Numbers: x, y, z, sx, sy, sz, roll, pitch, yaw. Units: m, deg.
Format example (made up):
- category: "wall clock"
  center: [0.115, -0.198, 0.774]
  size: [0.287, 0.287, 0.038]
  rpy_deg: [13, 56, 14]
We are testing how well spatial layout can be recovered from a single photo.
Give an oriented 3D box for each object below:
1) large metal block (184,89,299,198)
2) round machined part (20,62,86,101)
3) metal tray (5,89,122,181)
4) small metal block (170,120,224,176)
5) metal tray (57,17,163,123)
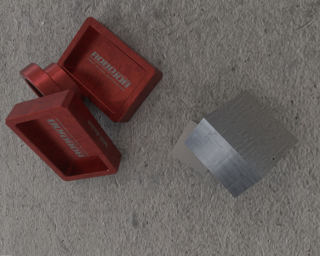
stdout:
- category: "large metal block"
  center: [0.089, 0.015, 0.341]
  size: [0.080, 0.081, 0.050]
  rpy_deg: [48, 142, 13]
- category: "round machined part"
  center: [-0.142, -0.051, 0.428]
  size: [0.098, 0.098, 0.042]
  rpy_deg: [42, 73, 15]
- category: "metal tray"
  center: [-0.119, 0.016, 0.403]
  size: [0.090, 0.130, 0.030]
  rpy_deg: [-12, 43, 19]
- category: "small metal block"
  center: [0.050, 0.024, 0.391]
  size: [0.050, 0.025, 0.050]
  rpy_deg: [33, 101, 17]
- category: "metal tray"
  center: [-0.073, -0.080, 0.431]
  size: [0.130, 0.030, 0.090]
  rpy_deg: [42, 103, 15]
